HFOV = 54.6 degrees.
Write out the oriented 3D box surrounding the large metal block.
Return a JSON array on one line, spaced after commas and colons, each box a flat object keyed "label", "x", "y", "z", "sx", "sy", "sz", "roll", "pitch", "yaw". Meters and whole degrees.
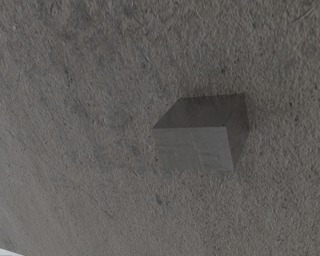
[{"label": "large metal block", "x": 0.049, "y": 0.003, "z": 0.347, "sx": 0.080, "sy": 0.080, "sz": 0.050, "roll": -2, "pitch": 118, "yaw": 29}]
